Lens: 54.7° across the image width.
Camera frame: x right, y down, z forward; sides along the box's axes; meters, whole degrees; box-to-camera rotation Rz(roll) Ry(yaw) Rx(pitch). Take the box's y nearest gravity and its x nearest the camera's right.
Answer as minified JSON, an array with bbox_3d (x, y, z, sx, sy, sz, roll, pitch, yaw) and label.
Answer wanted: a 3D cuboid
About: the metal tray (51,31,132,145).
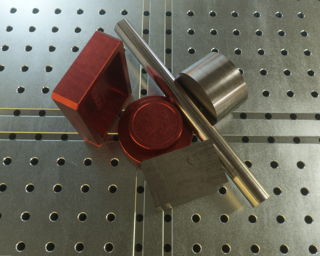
[{"bbox_3d":[-0.073,-0.040,0.370,0.030,0.130,0.090,26,72,9],"label":"metal tray"}]

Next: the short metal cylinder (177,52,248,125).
[{"bbox_3d":[0.066,-0.050,0.400,0.050,0.080,0.080,-35,74,-12],"label":"short metal cylinder"}]

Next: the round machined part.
[{"bbox_3d":[-0.006,0.001,0.402,0.099,0.042,0.098,0,70,-1],"label":"round machined part"}]

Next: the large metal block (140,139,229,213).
[{"bbox_3d":[0.025,0.059,0.361,0.081,0.080,0.050,-18,71,-7],"label":"large metal block"}]

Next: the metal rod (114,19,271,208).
[{"bbox_3d":[0.032,-0.030,0.401,0.025,0.025,0.299,-34,74,-12],"label":"metal rod"}]
